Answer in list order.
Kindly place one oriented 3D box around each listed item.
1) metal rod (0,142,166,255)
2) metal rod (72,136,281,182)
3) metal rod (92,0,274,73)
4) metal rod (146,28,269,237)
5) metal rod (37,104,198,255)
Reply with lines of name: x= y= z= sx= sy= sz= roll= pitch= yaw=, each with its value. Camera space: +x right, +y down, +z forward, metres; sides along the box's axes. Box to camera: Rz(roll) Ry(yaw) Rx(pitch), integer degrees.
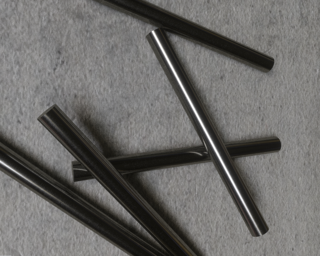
metal rod: x=-0.090 y=0.104 z=0.376 sx=0.300 sy=0.025 sz=0.025 roll=40 pitch=77 yaw=-16
metal rod: x=0.037 y=0.039 z=0.423 sx=0.303 sy=0.025 sz=0.025 roll=-6 pitch=92 yaw=-20
metal rod: x=0.029 y=-0.137 z=0.420 sx=0.302 sy=0.025 sz=0.025 roll=17 pitch=84 yaw=-20
metal rod: x=0.063 y=0.006 z=0.410 sx=0.025 sy=0.025 sz=0.299 roll=-29 pitch=91 yaw=-18
metal rod: x=-0.032 y=0.092 z=0.378 sx=0.025 sy=0.025 sz=0.300 roll=-44 pitch=112 yaw=-15
